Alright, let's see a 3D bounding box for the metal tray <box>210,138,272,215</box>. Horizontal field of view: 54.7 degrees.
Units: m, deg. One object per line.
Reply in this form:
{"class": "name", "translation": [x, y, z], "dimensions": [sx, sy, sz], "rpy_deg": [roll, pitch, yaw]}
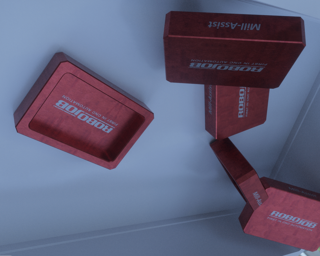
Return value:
{"class": "metal tray", "translation": [0.131, 0.081, 0.488], "dimensions": [0.030, 0.090, 0.130], "rpy_deg": [-33, 130, 4]}

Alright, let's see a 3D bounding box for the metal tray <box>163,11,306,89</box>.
{"class": "metal tray", "translation": [0.071, -0.079, 0.329], "dimensions": [0.131, 0.030, 0.090], "rpy_deg": [4, 160, 4]}

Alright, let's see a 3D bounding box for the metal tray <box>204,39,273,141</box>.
{"class": "metal tray", "translation": [0.109, -0.054, 0.434], "dimensions": [0.091, 0.030, 0.129], "rpy_deg": [-19, 126, -18]}

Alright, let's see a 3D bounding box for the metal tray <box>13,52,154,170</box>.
{"class": "metal tray", "translation": [-0.082, -0.013, 0.353], "dimensions": [0.131, 0.030, 0.090], "rpy_deg": [31, 101, -38]}

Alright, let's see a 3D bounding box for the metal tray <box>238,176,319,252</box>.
{"class": "metal tray", "translation": [0.203, 0.137, 0.488], "dimensions": [0.131, 0.030, 0.089], "rpy_deg": [17, 110, -7]}
